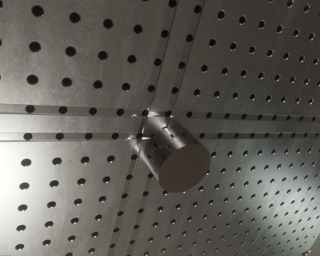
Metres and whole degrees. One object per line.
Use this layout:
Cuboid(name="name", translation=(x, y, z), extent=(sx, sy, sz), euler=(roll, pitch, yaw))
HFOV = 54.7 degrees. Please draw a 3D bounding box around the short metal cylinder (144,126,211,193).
Cuboid(name="short metal cylinder", translation=(0.024, 0.044, 0.437), extent=(0.081, 0.050, 0.079), euler=(-14, 124, -21))
